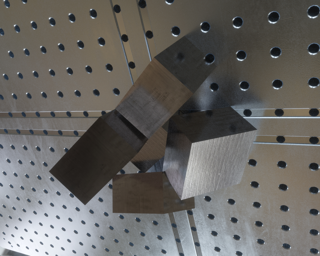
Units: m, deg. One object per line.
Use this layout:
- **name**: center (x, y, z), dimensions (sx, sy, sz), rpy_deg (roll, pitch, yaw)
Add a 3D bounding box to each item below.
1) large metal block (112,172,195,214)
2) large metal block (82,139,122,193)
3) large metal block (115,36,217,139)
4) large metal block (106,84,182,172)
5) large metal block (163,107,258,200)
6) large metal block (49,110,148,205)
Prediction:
- **large metal block**: center (-0.008, 0.088, 0.425), dimensions (0.080, 0.080, 0.050), rpy_deg (-9, 78, 32)
- **large metal block**: center (-0.085, 0.038, 0.443), dimensions (0.050, 0.080, 0.080), rpy_deg (44, 129, -2)
- **large metal block**: center (0.008, -0.046, 0.344), dimensions (0.050, 0.080, 0.080), rpy_deg (43, 129, -2)
- **large metal block**: center (-0.019, 0.000, 0.407), dimensions (0.080, 0.050, 0.080), rpy_deg (43, 129, -2)
- **large metal block**: center (0.054, 0.027, 0.355), dimensions (0.050, 0.081, 0.079), rpy_deg (-127, 35, -47)
- **large metal block**: center (-0.061, 0.026, 0.343), dimensions (0.050, 0.080, 0.080), rpy_deg (44, 104, -2)
